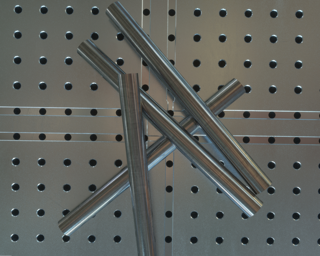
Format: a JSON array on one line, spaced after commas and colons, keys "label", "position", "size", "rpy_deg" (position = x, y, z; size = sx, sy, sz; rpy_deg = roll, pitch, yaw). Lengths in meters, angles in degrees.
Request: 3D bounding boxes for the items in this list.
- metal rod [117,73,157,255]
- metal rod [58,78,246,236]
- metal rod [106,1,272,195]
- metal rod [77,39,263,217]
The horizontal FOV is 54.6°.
[{"label": "metal rod", "position": [-0.024, 0.083, 0.391], "size": [0.025, 0.025, 0.298], "rpy_deg": [-6, 99, 0]}, {"label": "metal rod", "position": [-0.011, 0.038, 0.413], "size": [0.300, 0.025, 0.025], "rpy_deg": [-39, 90, 0]}, {"label": "metal rod", "position": [0.031, -0.043, 0.392], "size": [0.025, 0.025, 0.300], "rpy_deg": [-39, 82, 0]}, {"label": "metal rod", "position": [0.006, -0.006, 0.390], "size": [0.300, 0.025, 0.025], "rpy_deg": [44, 90, 9]}]
